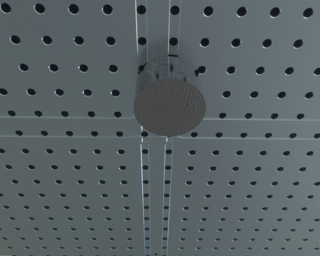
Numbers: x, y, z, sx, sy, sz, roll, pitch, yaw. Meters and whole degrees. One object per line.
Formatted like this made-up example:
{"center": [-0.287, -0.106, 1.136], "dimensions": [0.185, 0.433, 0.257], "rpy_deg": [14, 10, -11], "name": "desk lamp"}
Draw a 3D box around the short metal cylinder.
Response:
{"center": [0.011, -0.036, 0.364], "dimensions": [0.080, 0.050, 0.080], "rpy_deg": [0, 130, 0], "name": "short metal cylinder"}
